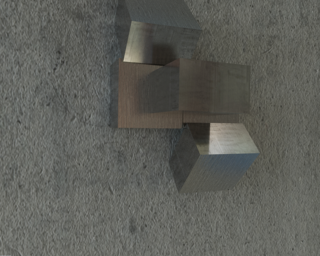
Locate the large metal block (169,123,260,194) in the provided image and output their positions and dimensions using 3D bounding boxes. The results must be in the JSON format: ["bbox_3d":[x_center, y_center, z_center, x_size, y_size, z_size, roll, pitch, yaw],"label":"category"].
[{"bbox_3d":[0.066,0.039,0.400,0.081,0.079,0.050,0,46,-21],"label":"large metal block"}]

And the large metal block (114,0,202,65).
[{"bbox_3d":[-0.006,-0.121,0.373,0.081,0.050,0.080,1,46,-20],"label":"large metal block"}]

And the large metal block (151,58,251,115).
[{"bbox_3d":[0.042,-0.041,0.345,0.081,0.080,0.050,1,90,-20],"label":"large metal block"}]

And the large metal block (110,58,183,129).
[{"bbox_3d":[-0.018,-0.040,0.389,0.081,0.050,0.079,1,90,-21],"label":"large metal block"}]

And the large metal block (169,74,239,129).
[{"bbox_3d":[0.058,-0.040,0.418,0.081,0.050,0.079,1,90,-21],"label":"large metal block"}]
